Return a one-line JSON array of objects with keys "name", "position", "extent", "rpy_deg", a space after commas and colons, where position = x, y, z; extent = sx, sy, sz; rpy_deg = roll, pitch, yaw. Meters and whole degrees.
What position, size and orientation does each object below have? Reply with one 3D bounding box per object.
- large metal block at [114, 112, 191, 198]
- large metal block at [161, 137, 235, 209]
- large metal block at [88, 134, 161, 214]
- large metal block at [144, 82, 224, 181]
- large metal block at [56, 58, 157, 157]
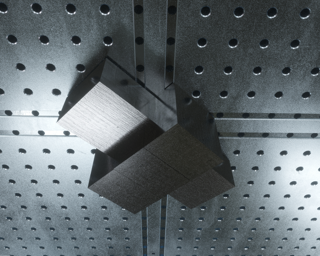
[{"name": "large metal block", "position": [-0.009, 0.031, 0.402], "extent": [0.050, 0.080, 0.080], "rpy_deg": [-37, 122, 26]}, {"name": "large metal block", "position": [0.049, 0.064, 0.451], "extent": [0.080, 0.050, 0.080], "rpy_deg": [-36, 122, 27]}, {"name": "large metal block", "position": [-0.045, 0.058, 0.425], "extent": [0.050, 0.080, 0.080], "rpy_deg": [-37, 122, 26]}, {"name": "large metal block", "position": [0.028, 0.004, 0.380], "extent": [0.050, 0.080, 0.080], "rpy_deg": [-37, 122, 26]}, {"name": "large metal block", "position": [-0.061, -0.022, 0.372], "extent": [0.080, 0.050, 0.080], "rpy_deg": [-37, 122, 28]}]
